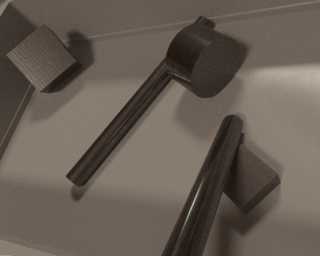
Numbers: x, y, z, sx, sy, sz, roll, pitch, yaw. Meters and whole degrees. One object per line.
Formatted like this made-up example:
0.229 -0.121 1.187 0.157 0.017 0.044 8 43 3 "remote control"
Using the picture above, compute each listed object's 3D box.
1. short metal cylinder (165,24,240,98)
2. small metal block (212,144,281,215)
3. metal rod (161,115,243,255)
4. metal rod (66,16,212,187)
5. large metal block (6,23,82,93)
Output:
0.054 -0.085 0.393 0.080 0.080 0.050 -45 51 -3 "short metal cylinder"
0.088 0.054 0.326 0.050 0.025 0.050 -43 51 -2 "small metal block"
0.031 0.064 0.244 0.025 0.025 0.301 -4 25 26 "metal rod"
-0.025 -0.043 0.443 0.025 0.025 0.300 32 79 37 "metal rod"
-0.197 -0.117 0.536 0.080 0.050 0.080 -40 95 0 "large metal block"
